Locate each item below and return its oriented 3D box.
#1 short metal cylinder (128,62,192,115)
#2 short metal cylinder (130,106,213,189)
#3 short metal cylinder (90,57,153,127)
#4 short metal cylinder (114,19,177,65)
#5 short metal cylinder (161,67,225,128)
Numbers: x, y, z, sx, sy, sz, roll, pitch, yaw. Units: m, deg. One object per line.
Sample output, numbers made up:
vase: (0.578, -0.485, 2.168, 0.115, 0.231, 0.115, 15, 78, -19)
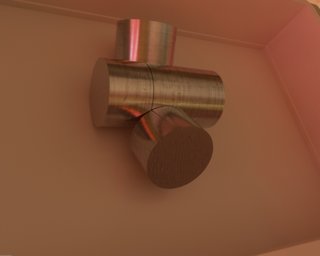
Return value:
short metal cylinder: (-0.003, -0.040, 0.391, 0.050, 0.080, 0.080, 1, 61, -27)
short metal cylinder: (0.012, 0.022, 0.352, 0.081, 0.079, 0.050, 0, 28, -28)
short metal cylinder: (-0.048, -0.041, 0.367, 0.050, 0.080, 0.080, 1, 61, -27)
short metal cylinder: (-0.020, -0.111, 0.416, 0.081, 0.080, 0.050, 2, 99, -27)
short metal cylinder: (0.042, -0.040, 0.415, 0.050, 0.080, 0.080, 1, 61, -27)
